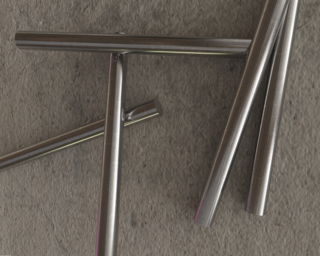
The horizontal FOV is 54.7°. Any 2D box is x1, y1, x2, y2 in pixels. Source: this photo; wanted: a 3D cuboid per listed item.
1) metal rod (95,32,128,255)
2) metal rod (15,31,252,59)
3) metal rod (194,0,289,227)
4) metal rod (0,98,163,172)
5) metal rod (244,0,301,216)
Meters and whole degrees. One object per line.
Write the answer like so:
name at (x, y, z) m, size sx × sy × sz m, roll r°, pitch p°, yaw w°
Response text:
metal rod at (-0.059, 0.019, 0.392) m, size 0.025 × 0.025 × 0.299 m, roll -4°, pitch 75°, yaw 19°
metal rod at (-0.039, -0.107, 0.394) m, size 0.302 × 0.025 × 0.025 m, roll 4°, pitch 92°, yaw 9°
metal rod at (0.095, -0.023, 0.362) m, size 0.025 × 0.025 × 0.298 m, roll 20°, pitch 101°, yaw 18°
metal rod at (-0.137, 0.018, 0.455) m, size 0.300 × 0.025 × 0.025 m, roll -19°, pitch 84°, yaw 18°
metal rod at (0.134, -0.048, 0.361) m, size 0.025 × 0.025 × 0.298 m, roll 9°, pitch 93°, yaw 19°
